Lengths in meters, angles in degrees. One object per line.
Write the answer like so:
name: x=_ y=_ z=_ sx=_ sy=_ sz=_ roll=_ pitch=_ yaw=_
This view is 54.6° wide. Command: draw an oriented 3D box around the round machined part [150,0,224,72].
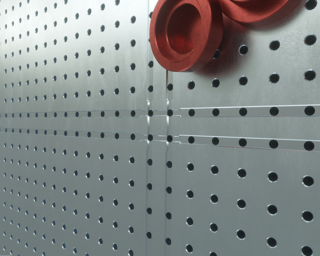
round machined part: x=0.035 y=-0.114 z=0.364 sx=0.098 sy=0.042 sz=0.097 roll=8 pitch=101 yaw=47

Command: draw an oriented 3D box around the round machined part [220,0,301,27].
round machined part: x=0.098 y=-0.158 z=0.318 sx=0.098 sy=0.042 sz=0.097 roll=0 pitch=90 yaw=40
